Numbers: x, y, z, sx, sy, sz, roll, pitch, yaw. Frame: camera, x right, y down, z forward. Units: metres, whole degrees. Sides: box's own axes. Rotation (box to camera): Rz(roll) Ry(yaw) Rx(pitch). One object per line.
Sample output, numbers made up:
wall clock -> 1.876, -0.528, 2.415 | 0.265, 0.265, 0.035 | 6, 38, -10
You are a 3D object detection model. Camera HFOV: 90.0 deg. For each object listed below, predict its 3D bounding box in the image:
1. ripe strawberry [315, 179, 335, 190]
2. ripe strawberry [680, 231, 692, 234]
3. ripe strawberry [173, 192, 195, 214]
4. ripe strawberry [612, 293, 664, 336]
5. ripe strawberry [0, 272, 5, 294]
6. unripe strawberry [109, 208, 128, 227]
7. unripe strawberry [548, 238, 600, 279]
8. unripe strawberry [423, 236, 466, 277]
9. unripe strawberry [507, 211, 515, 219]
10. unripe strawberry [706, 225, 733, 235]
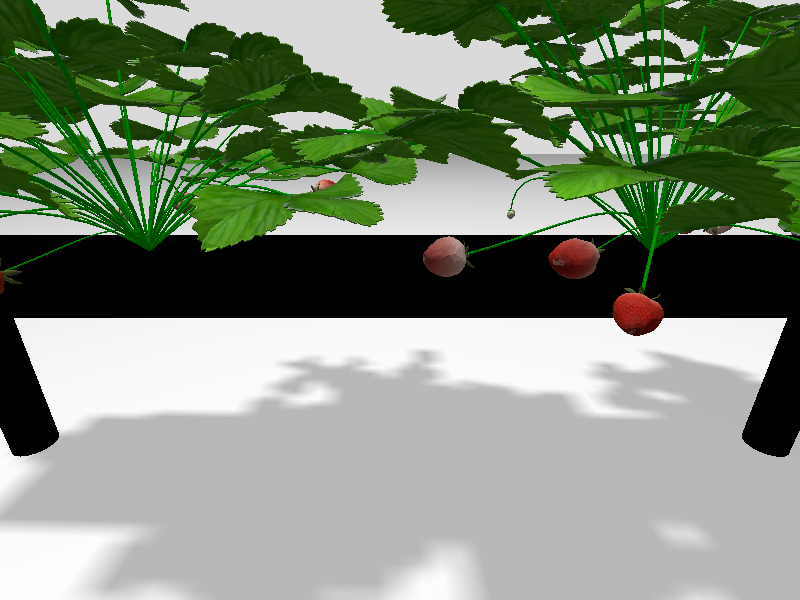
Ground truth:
ripe strawberry -> -0.100, -0.147, 0.560 | 0.037, 0.042, 0.040 | 12, 24, 27
ripe strawberry -> 0.294, -0.082, 0.417 | 0.029, 0.025, 0.029 | -19, 29, -41
ripe strawberry -> -0.289, -0.129, 0.538 | 0.029, 0.030, 0.031 | -7, -10, -17
ripe strawberry -> 0.119, 0.008, 0.201 | 0.023, 0.019, 0.023 | 13, 51, 30
ripe strawberry -> -0.256, -0.010, 0.235 | 0.032, 0.027, 0.032 | 5, 23, 13
unripe strawberry -> -0.320, -0.094, 0.454 | 0.018, 0.021, 0.020 | -18, 21, -38
unripe strawberry -> 0.119, -0.028, 0.278 | 0.029, 0.029, 0.032 | -17, 27, -34
unripe strawberry -> 0.031, -0.030, 0.288 | 0.030, 0.030, 0.028 | -8, 23, -18
unripe strawberry -> 0.128, -0.098, 0.463 | 0.009, 0.010, 0.010 | -17, 27, -36
unripe strawberry -> 0.332, -0.083, 0.414 | 0.028, 0.030, 0.026 | -12, 25, -29
